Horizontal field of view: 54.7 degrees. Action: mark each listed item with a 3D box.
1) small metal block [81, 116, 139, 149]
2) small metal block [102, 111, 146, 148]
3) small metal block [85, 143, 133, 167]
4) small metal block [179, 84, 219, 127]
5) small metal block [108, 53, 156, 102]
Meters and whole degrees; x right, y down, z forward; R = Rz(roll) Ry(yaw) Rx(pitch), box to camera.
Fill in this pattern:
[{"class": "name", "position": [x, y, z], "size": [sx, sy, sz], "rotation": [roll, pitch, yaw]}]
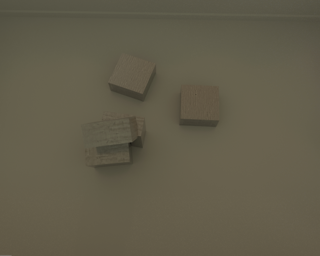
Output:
[{"class": "small metal block", "position": [-0.053, 0.004, 0.342], "size": [0.050, 0.050, 0.025], "rotation": [-8, 94, 4]}, {"class": "small metal block", "position": [-0.046, 0.003, 0.395], "size": [0.050, 0.050, 0.025], "rotation": [9, 70, 3]}, {"class": "small metal block", "position": [-0.061, 0.033, 0.382], "size": [0.050, 0.050, 0.025], "rotation": [-5, 80, -2]}, {"class": "small metal block", "position": [0.053, -0.030, 0.421], "size": [0.050, 0.025, 0.050], "rotation": [3, 70, 0]}, {"class": "small metal block", "position": [-0.038, -0.071, 0.435], "size": [0.050, 0.025, 0.050], "rotation": [19, 71, 6]}]
